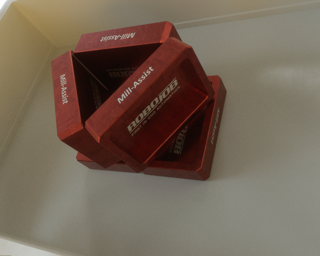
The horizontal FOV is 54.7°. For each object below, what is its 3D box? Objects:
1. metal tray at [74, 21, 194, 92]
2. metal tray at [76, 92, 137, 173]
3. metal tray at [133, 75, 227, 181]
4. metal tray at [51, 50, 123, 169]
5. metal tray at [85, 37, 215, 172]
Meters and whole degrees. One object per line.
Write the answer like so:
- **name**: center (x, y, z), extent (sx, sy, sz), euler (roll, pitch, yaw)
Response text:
- **metal tray**: center (-0.030, -0.083, 0.388), extent (0.130, 0.090, 0.030), euler (2, 63, 29)
- **metal tray**: center (-0.054, -0.005, 0.434), extent (0.090, 0.030, 0.130), euler (1, 61, 28)
- **metal tray**: center (0.026, -0.003, 0.390), extent (0.090, 0.030, 0.130), euler (1, 61, 29)
- **metal tray**: center (-0.089, -0.024, 0.384), extent (0.030, 0.090, 0.130), euler (-28, 52, 11)
- **metal tray**: center (-0.005, -0.022, 0.338), extent (0.130, 0.090, 0.030), euler (-46, 51, -4)
